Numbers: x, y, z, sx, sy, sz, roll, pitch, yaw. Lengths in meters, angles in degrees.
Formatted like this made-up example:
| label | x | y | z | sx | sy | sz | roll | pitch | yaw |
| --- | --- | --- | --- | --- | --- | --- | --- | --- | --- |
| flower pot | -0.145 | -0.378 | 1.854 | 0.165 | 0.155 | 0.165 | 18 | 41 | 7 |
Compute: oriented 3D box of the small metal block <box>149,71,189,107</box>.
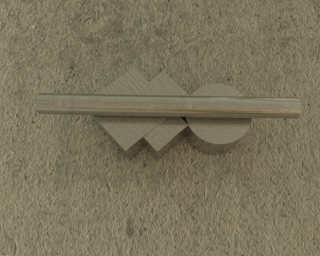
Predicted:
| label | x | y | z | sx | sy | sz | roll | pitch | yaw |
| --- | --- | --- | --- | --- | --- | --- | --- | --- | --- |
| small metal block | 0.012 | -0.040 | 0.411 | 0.025 | 0.050 | 0.050 | -41 | 76 | -13 |

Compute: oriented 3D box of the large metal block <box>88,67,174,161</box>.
| label | x | y | z | sx | sy | sz | roll | pitch | yaw |
| --- | --- | --- | --- | --- | --- | --- | --- | --- | --- |
| large metal block | -0.037 | -0.018 | 0.401 | 0.080 | 0.050 | 0.080 | -40 | 75 | -13 |

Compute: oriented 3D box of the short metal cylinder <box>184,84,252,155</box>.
| label | x | y | z | sx | sy | sz | roll | pitch | yaw |
| --- | --- | --- | --- | --- | --- | --- | --- | --- | --- |
| short metal cylinder | 0.071 | -0.010 | 0.400 | 0.081 | 0.050 | 0.080 | 0 | 70 | 0 |

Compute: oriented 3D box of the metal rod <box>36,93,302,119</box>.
| label | x | y | z | sx | sy | sz | roll | pitch | yaw |
| --- | --- | --- | --- | --- | --- | --- | --- | --- | --- |
| metal rod | 0.010 | -0.026 | 0.364 | 0.302 | 0.025 | 0.025 | 1 | 70 | 0 |

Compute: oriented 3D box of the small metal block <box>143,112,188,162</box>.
| label | x | y | z | sx | sy | sz | roll | pitch | yaw |
| --- | --- | --- | --- | --- | --- | --- | --- | --- | --- |
| small metal block | 0.007 | 0.012 | 0.393 | 0.050 | 0.050 | 0.025 | -40 | 75 | -13 |
